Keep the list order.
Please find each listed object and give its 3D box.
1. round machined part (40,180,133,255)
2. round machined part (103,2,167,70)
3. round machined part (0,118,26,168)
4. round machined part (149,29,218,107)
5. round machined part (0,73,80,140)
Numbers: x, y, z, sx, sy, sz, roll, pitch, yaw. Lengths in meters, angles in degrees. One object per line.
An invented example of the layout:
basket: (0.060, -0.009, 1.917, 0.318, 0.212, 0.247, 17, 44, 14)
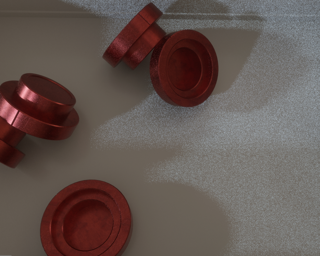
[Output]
round machined part: (-0.080, 0.112, 0.353, 0.099, 0.042, 0.098, -1, 60, 1)
round machined part: (-0.029, -0.117, 0.418, 0.042, 0.098, 0.098, 42, 74, -11)
round machined part: (-0.202, 0.003, 0.368, 0.098, 0.098, 0.042, 31, 73, 10)
round machined part: (0.027, -0.078, 0.411, 0.099, 0.042, 0.097, -6, 100, -33)
round machined part: (-0.143, -0.031, 0.378, 0.098, 0.098, 0.042, 38, 107, 12)
